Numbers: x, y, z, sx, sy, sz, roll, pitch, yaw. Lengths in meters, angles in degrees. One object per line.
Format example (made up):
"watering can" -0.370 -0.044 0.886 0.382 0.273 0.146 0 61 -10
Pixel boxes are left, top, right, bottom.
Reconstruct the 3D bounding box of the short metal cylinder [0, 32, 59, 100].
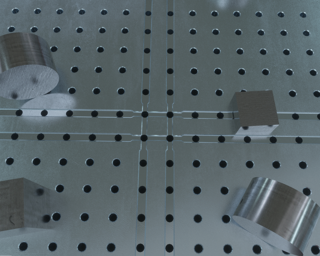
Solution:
"short metal cylinder" -0.181 -0.080 0.410 0.080 0.080 0.050 -20 72 -7

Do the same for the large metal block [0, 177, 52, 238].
"large metal block" -0.177 0.094 0.347 0.081 0.080 0.050 -9 71 -3

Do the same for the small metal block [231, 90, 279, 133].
"small metal block" 0.128 -0.022 0.421 0.050 0.025 0.050 -3 70 -1

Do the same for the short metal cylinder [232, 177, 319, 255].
"short metal cylinder" 0.130 0.098 0.347 0.080 0.080 0.050 30 73 10
